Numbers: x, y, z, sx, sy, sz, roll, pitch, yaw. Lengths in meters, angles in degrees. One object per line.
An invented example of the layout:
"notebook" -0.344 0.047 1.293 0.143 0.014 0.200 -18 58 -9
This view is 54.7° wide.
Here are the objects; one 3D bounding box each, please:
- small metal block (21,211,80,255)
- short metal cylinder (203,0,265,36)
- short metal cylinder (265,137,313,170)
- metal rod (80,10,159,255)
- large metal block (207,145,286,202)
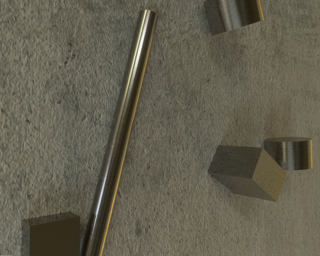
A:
"small metal block" -0.110 0.116 0.314 0.050 0.025 0.050 0 90 -40
"short metal cylinder" 0.110 -0.176 0.464 0.081 0.080 0.050 -29 109 -37
"short metal cylinder" 0.238 0.046 0.572 0.081 0.080 0.050 -6 94 -40
"metal rod" -0.045 0.000 0.368 0.025 0.025 0.299 20 77 -39
"large metal block" 0.137 0.070 0.487 0.080 0.080 0.050 40 66 -33
